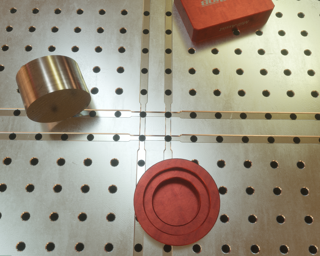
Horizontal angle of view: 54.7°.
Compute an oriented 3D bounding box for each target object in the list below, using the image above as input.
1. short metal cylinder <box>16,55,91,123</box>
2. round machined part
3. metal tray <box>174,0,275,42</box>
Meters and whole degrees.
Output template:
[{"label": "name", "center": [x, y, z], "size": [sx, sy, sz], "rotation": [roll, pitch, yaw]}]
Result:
[{"label": "short metal cylinder", "center": [-0.136, -0.048, 0.399], "size": [0.080, 0.080, 0.050], "rotation": [-22, 72, -8]}, {"label": "round machined part", "center": [0.019, 0.089, 0.371], "size": [0.099, 0.042, 0.098], "rotation": [0, 70, -1]}, {"label": "metal tray", "center": [0.097, -0.194, 0.481], "size": [0.131, 0.030, 0.090], "rotation": [-18, 71, -7]}]
